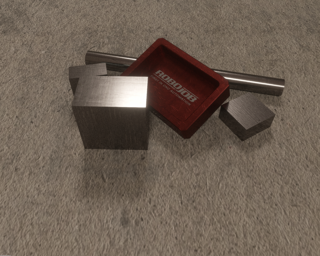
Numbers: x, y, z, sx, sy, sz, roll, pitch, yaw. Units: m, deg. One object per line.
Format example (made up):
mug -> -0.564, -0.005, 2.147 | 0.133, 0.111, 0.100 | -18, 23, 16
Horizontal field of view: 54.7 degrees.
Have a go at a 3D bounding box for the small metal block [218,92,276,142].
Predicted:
small metal block -> 0.116, -0.016, 0.418 | 0.050, 0.025, 0.050 | -25, 55, -20

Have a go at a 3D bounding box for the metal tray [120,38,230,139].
metal tray -> 0.018, -0.058, 0.425 | 0.130, 0.030, 0.090 | 40, 81, 25

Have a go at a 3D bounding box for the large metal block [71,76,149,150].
large metal block -> -0.055, -0.017, 0.381 | 0.081, 0.080, 0.050 | 1, 50, 0

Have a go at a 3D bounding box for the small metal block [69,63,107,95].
small metal block -> -0.098, -0.062, 0.438 | 0.050, 0.050, 0.025 | -8, 51, -7

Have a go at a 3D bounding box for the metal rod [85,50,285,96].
metal rod -> 0.033, -0.085, 0.475 | 0.302, 0.025, 0.025 | 10, 51, 8
